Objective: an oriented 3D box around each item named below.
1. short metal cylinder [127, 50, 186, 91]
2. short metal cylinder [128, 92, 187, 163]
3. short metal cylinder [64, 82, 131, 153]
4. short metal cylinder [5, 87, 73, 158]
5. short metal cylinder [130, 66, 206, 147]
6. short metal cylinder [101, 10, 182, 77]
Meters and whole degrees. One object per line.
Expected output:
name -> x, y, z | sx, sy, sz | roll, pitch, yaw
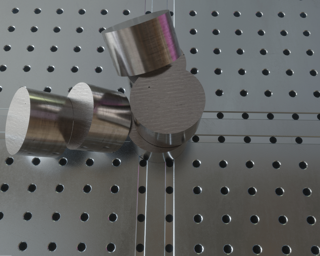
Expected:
short metal cylinder -> -0.006, -0.076, 0.425 | 0.081, 0.050, 0.080 | 0, 70, 0
short metal cylinder -> -0.001, 0.000, 0.398 | 0.081, 0.050, 0.080 | 0, 70, 0
short metal cylinder -> -0.079, -0.011, 0.378 | 0.050, 0.080, 0.080 | 11, 63, -41
short metal cylinder -> -0.148, -0.005, 0.376 | 0.050, 0.080, 0.080 | 11, 63, -42
short metal cylinder -> 0.008, -0.023, 0.352 | 0.081, 0.050, 0.080 | 0, 70, 0
short metal cylinder -> -0.021, -0.099, 0.358 | 0.080, 0.080, 0.050 | -22, 115, -8
